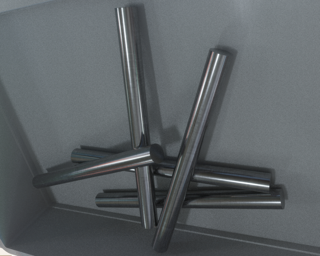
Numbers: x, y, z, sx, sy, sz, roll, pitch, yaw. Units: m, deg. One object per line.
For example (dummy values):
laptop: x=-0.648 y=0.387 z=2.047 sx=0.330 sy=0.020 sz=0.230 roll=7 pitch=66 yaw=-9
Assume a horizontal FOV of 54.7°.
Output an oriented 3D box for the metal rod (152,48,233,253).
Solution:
metal rod: x=0.032 y=0.048 z=0.393 sx=0.025 sy=0.025 sz=0.298 roll=22 pitch=119 yaw=14

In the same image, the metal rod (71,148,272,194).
metal rod: x=-0.001 y=0.056 z=0.441 sx=0.301 sy=0.025 sz=0.025 roll=5 pitch=121 yaw=25

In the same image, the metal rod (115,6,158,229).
metal rod: x=-0.026 y=0.004 z=0.399 sx=0.025 sy=0.025 sz=0.298 roll=6 pitch=115 yaw=24

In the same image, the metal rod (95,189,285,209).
metal rod: x=0.024 y=0.106 z=0.458 sx=0.300 sy=0.025 sz=0.025 roll=-8 pitch=114 yaw=31

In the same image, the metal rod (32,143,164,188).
metal rod: x=-0.113 y=0.065 z=0.472 sx=0.299 sy=0.025 sz=0.025 roll=-17 pitch=110 yaw=40
